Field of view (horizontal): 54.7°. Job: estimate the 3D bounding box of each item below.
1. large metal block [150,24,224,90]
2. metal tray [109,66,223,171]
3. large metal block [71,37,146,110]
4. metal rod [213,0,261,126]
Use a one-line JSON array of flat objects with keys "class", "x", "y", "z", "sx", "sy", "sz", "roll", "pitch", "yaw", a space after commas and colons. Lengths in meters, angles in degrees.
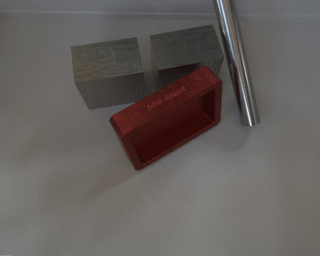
[{"class": "large metal block", "x": 0.032, "y": -0.085, "z": 0.412, "sx": 0.081, "sy": 0.080, "sz": 0.050, "roll": -12, "pitch": 71, "yaw": -5}, {"class": "metal tray", "x": 0.013, "y": -0.009, "z": 0.376, "sx": 0.131, "sy": 0.090, "sz": 0.030, "roll": -30, "pitch": 58, "yaw": -11}, {"class": "large metal block", "x": -0.064, "y": -0.068, "z": 0.405, "sx": 0.081, "sy": 0.080, "sz": 0.050, "roll": -10, "pitch": 71, "yaw": -4}, {"class": "metal rod", "x": 0.081, "y": -0.145, "z": 0.380, "sx": 0.025, "sy": 0.025, "sz": 0.298, "roll": -19, "pitch": 104, "yaw": -7}]
